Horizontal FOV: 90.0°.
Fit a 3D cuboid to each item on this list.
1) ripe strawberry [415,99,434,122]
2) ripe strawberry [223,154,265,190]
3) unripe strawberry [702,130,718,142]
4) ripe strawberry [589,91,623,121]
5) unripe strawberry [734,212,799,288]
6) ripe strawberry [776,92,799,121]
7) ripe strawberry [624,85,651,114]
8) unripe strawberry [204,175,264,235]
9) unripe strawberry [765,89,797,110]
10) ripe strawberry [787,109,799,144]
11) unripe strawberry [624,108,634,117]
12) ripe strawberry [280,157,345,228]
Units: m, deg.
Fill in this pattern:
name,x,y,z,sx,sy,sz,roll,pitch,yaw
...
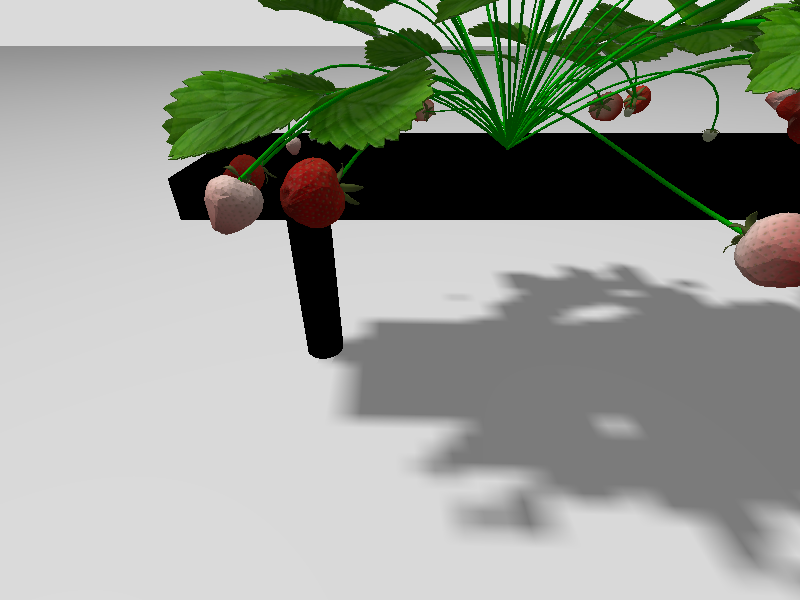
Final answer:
name,x,y,z,sx,sy,sz,roll,pitch,yaw
ripe strawberry,0.023,-0.205,0.431,0.026,0.023,0.026,-17,37,-24
ripe strawberry,-0.093,-0.074,0.238,0.024,0.021,0.024,-28,42,-18
unripe strawberry,0.254,-0.135,0.329,0.010,0.010,0.009,0,34,1
ripe strawberry,0.223,-0.207,0.430,0.033,0.028,0.033,-14,34,-42
unripe strawberry,0.145,-0.017,0.150,0.027,0.028,0.029,-8,35,-12
ripe strawberry,0.426,-0.209,0.434,0.025,0.028,0.027,-27,26,-34
ripe strawberry,0.279,-0.233,0.468,0.029,0.030,0.026,-6,29,-45
unripe strawberry,-0.081,-0.045,0.194,0.026,0.028,0.027,30,7,37
unripe strawberry,0.467,-0.247,0.490,0.031,0.028,0.028,-12,35,-17
ripe strawberry,0.355,-0.151,0.339,0.042,0.041,0.039,2,34,5
unripe strawberry,0.242,-0.198,0.423,0.010,0.010,0.009,-22,40,-30
ripe strawberry,-0.043,-0.050,0.192,0.029,0.032,0.031,24,43,32
